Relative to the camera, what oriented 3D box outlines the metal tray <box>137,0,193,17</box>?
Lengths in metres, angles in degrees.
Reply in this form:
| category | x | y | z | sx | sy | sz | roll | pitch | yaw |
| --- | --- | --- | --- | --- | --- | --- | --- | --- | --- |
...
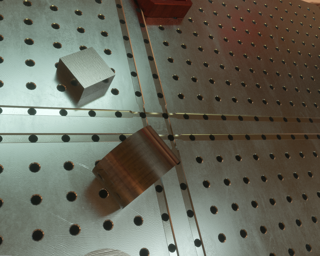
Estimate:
| category | x | y | z | sx | sy | sz | roll | pitch | yaw |
| --- | --- | --- | --- | --- | --- | --- | --- | --- | --- |
| metal tray | -0.009 | -0.259 | 0.557 | 0.091 | 0.030 | 0.130 | -13 | 69 | -34 |

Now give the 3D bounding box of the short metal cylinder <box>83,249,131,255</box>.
| category | x | y | z | sx | sy | sz | roll | pitch | yaw |
| --- | --- | --- | --- | --- | --- | --- | --- | --- | --- |
| short metal cylinder | -0.054 | 0.152 | 0.270 | 0.081 | 0.050 | 0.080 | 14 | 56 | -21 |

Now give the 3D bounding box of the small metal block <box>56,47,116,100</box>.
| category | x | y | z | sx | sy | sz | roll | pitch | yaw |
| --- | --- | --- | --- | --- | --- | --- | --- | --- | --- |
| small metal block | -0.095 | -0.072 | 0.400 | 0.050 | 0.025 | 0.050 | -34 | 81 | -38 |

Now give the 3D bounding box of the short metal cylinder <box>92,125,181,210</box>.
| category | x | y | z | sx | sy | sz | roll | pitch | yaw |
| --- | --- | --- | --- | --- | --- | --- | --- | --- | --- |
| short metal cylinder | -0.025 | 0.042 | 0.334 | 0.081 | 0.080 | 0.050 | -35 | 81 | -38 |
